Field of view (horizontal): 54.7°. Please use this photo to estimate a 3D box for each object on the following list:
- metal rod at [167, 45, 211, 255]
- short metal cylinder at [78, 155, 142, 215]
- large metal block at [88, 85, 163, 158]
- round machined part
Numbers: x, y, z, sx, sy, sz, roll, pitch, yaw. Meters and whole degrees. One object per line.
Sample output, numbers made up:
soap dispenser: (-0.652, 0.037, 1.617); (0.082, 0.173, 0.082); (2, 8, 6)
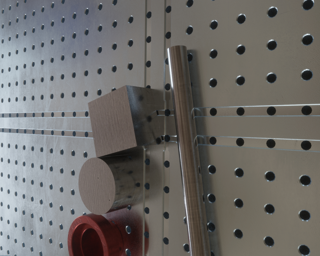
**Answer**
metal rod: (0.037, 0.048, 0.377); (0.025, 0.025, 0.298); (-10, 84, 39)
short metal cylinder: (-0.073, 0.081, 0.451); (0.080, 0.050, 0.079); (0, 90, 39)
large metal block: (-0.050, -0.007, 0.432); (0.080, 0.050, 0.080); (-18, 79, 38)
round machined part: (-0.095, 0.179, 0.474); (0.098, 0.042, 0.097); (0, 90, 39)
